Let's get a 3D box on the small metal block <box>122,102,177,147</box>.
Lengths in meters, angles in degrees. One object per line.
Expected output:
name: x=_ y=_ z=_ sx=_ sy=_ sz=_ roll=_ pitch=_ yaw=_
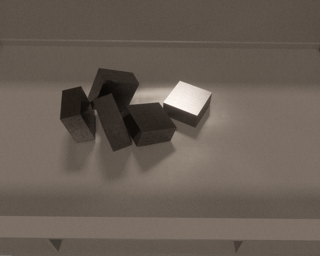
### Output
small metal block: x=-0.015 y=-0.006 z=0.400 sx=0.050 sy=0.025 sz=0.050 roll=-8 pitch=48 yaw=-32

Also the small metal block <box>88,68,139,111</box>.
small metal block: x=-0.064 y=-0.050 z=0.419 sx=0.050 sy=0.050 sz=0.025 roll=1 pitch=44 yaw=-36

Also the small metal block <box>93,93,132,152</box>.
small metal block: x=-0.060 y=-0.007 z=0.392 sx=0.025 sy=0.050 sz=0.050 roll=-21 pitch=53 yaw=-8

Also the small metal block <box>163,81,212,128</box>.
small metal block: x=0.039 y=-0.034 z=0.434 sx=0.050 sy=0.025 sz=0.050 roll=23 pitch=54 yaw=18

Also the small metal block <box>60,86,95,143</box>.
small metal block: x=-0.105 y=-0.017 z=0.399 sx=0.025 sy=0.050 sz=0.050 roll=-13 pitch=51 yaw=3
